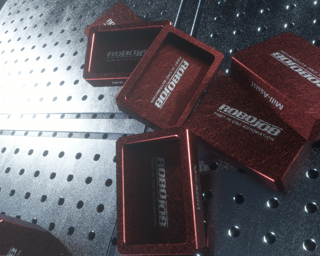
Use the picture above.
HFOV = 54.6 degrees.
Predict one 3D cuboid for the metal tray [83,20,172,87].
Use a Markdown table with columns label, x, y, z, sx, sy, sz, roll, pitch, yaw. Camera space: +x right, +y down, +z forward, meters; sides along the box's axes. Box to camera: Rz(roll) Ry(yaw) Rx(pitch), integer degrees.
| label | x | y | z | sx | sy | sz | roll | pitch | yaw |
| --- | --- | --- | --- | --- | --- | --- | --- | --- | --- |
| metal tray | -0.046 | -0.111 | 0.468 | 0.130 | 0.030 | 0.090 | 0 | 75 | 15 |

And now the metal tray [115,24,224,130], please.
| label | x | y | z | sx | sy | sz | roll | pitch | yaw |
| --- | --- | --- | --- | --- | --- | --- | --- | --- | --- |
| metal tray | 0.014 | -0.061 | 0.408 | 0.090 | 0.030 | 0.130 | 30 | 77 | 5 |

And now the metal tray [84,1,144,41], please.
| label | x | y | z | sx | sy | sz | roll | pitch | yaw |
| --- | --- | --- | --- | --- | --- | --- | --- | --- | --- |
| metal tray | -0.071 | -0.161 | 0.543 | 0.090 | 0.030 | 0.130 | -39 | 51 | 2 |

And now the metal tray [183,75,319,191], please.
| label | x | y | z | sx | sy | sz | roll | pitch | yaw |
| --- | --- | --- | --- | --- | --- | --- | --- | --- | --- |
| metal tray | 0.101 | -0.001 | 0.353 | 0.130 | 0.030 | 0.090 | 30 | 78 | 37 |

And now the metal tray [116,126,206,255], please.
| label | x | y | z | sx | sy | sz | roll | pitch | yaw |
| --- | --- | --- | --- | --- | --- | --- | --- | --- | --- |
| metal tray | -0.002 | 0.069 | 0.343 | 0.090 | 0.030 | 0.130 | -10 | 72 | 23 |

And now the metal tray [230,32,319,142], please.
| label | x | y | z | sx | sy | sz | roll | pitch | yaw |
| --- | --- | --- | --- | --- | --- | --- | --- | --- | --- |
| metal tray | 0.151 | -0.052 | 0.337 | 0.091 | 0.030 | 0.130 | -25 | 49 | -16 |

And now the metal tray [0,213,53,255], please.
| label | x | y | z | sx | sy | sz | roll | pitch | yaw |
| --- | --- | --- | --- | --- | --- | --- | --- | --- | --- |
| metal tray | -0.199 | 0.173 | 0.366 | 0.030 | 0.090 | 0.130 | 16 | 70 | 34 |
